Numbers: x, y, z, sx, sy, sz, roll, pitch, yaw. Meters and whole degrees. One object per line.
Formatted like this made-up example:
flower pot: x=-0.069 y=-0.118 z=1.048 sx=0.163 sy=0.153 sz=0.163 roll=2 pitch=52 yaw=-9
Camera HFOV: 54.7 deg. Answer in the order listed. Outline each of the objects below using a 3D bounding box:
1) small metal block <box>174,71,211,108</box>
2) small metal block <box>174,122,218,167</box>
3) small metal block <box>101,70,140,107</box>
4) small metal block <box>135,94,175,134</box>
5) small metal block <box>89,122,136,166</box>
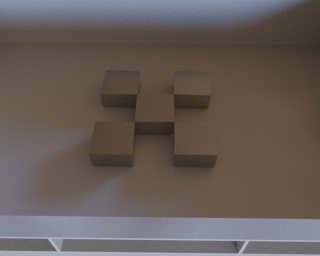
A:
small metal block: x=0.045 y=-0.057 z=0.450 sx=0.050 sy=0.025 sz=0.050 roll=2 pitch=50 yaw=1
small metal block: x=0.043 y=0.020 z=0.385 sx=0.050 sy=0.025 sz=0.050 roll=1 pitch=50 yaw=1
small metal block: x=-0.056 y=-0.058 z=0.450 sx=0.050 sy=0.025 sz=0.050 roll=1 pitch=50 yaw=1
small metal block: x=-0.006 y=-0.019 z=0.418 sx=0.050 sy=0.025 sz=0.050 roll=0 pitch=50 yaw=0
small metal block: x=-0.057 y=0.019 z=0.386 sx=0.050 sy=0.025 sz=0.050 roll=1 pitch=50 yaw=0
